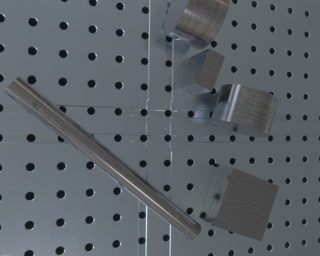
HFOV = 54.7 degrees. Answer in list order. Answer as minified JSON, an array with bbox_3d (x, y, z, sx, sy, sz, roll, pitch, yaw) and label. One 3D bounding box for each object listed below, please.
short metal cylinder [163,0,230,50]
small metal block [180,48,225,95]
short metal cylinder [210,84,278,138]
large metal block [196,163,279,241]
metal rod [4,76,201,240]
[{"bbox_3d":[0.045,-0.148,0.400,0.050,0.080,0.080,18,84,-19],"label":"short metal cylinder"},{"bbox_3d":[0.057,-0.075,0.420,0.025,0.050,0.050,24,82,-19],"label":"small metal block"},{"bbox_3d":[0.115,-0.022,0.426,0.081,0.080,0.050,19,84,-19],"label":"short metal cylinder"},{"bbox_3d":[0.110,0.104,0.440,0.080,0.050,0.080,23,82,-19],"label":"large metal block"},{"bbox_3d":[-0.060,0.047,0.390,0.300,0.025,0.025,42,77,-15],"label":"metal rod"}]
